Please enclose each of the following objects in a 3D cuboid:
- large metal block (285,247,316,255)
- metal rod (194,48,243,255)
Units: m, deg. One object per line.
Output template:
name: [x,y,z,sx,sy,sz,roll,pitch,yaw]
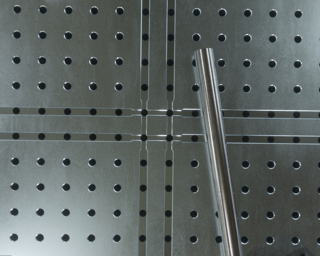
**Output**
large metal block: [0.181,0.217,0.402,0.080,0.050,0.080,-25,90,0]
metal rod: [0.080,0.044,0.413,0.025,0.025,0.298,-8,90,0]
